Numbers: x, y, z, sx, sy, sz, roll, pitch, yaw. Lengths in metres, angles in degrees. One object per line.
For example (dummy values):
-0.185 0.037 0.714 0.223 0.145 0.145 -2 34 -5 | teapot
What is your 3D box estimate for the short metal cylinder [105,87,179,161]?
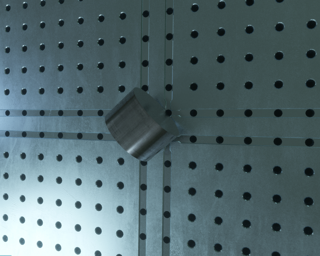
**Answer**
-0.022 -0.005 0.389 0.050 0.080 0.080 -42 77 15 | short metal cylinder
